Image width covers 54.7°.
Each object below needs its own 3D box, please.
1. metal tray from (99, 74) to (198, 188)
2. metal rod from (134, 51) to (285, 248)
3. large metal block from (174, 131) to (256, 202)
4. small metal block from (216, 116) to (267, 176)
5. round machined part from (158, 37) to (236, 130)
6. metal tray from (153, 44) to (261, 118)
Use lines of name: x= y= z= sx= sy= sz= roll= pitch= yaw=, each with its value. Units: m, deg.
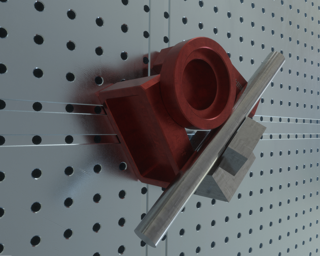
metal tray: x=-0.011 y=0.008 z=0.359 sx=0.030 sy=0.090 sz=0.129 roll=-36 pitch=113 yaw=-34
metal rod: x=0.074 y=0.003 z=0.355 sx=0.301 sy=0.025 sz=0.025 roll=-48 pitch=119 yaw=-29
large metal block: x=0.072 y=0.049 z=0.432 sx=0.080 sy=0.080 sz=0.050 roll=-49 pitch=120 yaw=-29
small metal block: x=0.096 y=0.023 z=0.369 sx=0.025 sy=0.050 sz=0.050 roll=33 pitch=61 yaw=13
round machined part: x=0.037 y=-0.047 z=0.341 sx=0.099 sy=0.042 sz=0.097 roll=0 pitch=90 yaw=-40
metal tray: x=0.065 y=-0.061 z=0.422 sx=0.130 sy=0.090 sz=0.030 roll=38 pitch=68 yaw=-34
